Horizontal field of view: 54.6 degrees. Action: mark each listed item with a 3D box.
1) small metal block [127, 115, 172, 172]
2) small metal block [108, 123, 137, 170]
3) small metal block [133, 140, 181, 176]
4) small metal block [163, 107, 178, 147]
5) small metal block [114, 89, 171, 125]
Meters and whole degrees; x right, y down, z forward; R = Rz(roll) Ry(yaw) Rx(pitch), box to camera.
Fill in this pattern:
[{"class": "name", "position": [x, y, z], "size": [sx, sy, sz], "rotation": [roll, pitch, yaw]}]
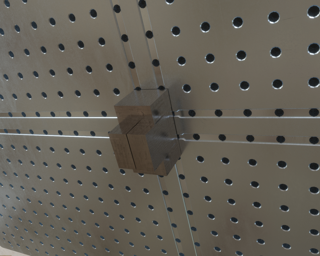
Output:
[{"class": "small metal block", "position": [-0.011, 0.017, 0.380], "size": [0.025, 0.050, 0.050], "rotation": [3, 120, 28]}, {"class": "small metal block", "position": [-0.035, 0.017, 0.392], "size": [0.025, 0.050, 0.050], "rotation": [2, 119, 27]}, {"class": "small metal block", "position": [-0.005, 0.038, 0.421], "size": [0.050, 0.050, 0.025], "rotation": [2, 119, 27]}, {"class": "small metal block", "position": [-0.008, -0.001, 0.415], "size": [0.050, 0.025, 0.050], "rotation": [2, 120, 28]}, {"class": "small metal block", "position": [-0.021, -0.027, 0.389], "size": [0.050, 0.050, 0.025], "rotation": [2, 120, 27]}]
